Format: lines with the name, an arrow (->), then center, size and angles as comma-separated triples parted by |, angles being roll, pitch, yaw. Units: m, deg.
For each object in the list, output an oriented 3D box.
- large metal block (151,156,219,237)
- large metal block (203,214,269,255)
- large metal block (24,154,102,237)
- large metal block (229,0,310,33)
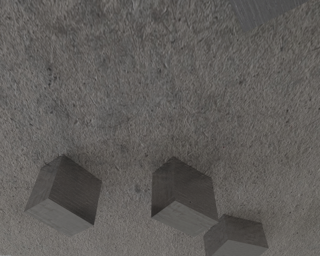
large metal block -> 0.035, 0.101, 0.457 | 0.080, 0.080, 0.050 | 31, 123, -24
large metal block -> 0.137, 0.210, 0.571 | 0.081, 0.050, 0.079 | 17, 128, -14
large metal block -> -0.137, 0.099, 0.454 | 0.050, 0.080, 0.080 | -31, 124, 23
large metal block -> 0.092, -0.145, 0.268 | 0.080, 0.050, 0.080 | -24, 127, 19
